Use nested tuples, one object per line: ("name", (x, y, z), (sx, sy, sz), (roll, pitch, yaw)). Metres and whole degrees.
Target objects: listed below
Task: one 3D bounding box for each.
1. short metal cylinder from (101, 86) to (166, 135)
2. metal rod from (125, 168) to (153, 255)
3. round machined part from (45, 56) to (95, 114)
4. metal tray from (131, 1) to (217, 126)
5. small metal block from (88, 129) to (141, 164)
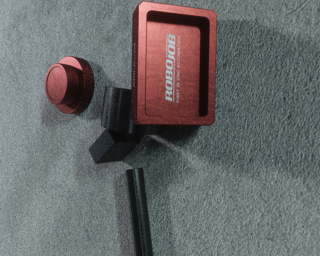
("short metal cylinder", (-0.032, -0.023, 0.396), (0.080, 0.081, 0.050), (13, 99, 39))
("metal rod", (-0.018, 0.205, 0.419), (0.025, 0.025, 0.298), (-12, 83, 39))
("round machined part", (-0.158, -0.073, 0.525), (0.098, 0.042, 0.097), (0, 90, 40))
("metal tray", (0.016, -0.068, 0.348), (0.030, 0.091, 0.129), (-176, 87, -73))
("small metal block", (-0.065, 0.025, 0.442), (0.050, 0.050, 0.025), (-46, 63, 30))
